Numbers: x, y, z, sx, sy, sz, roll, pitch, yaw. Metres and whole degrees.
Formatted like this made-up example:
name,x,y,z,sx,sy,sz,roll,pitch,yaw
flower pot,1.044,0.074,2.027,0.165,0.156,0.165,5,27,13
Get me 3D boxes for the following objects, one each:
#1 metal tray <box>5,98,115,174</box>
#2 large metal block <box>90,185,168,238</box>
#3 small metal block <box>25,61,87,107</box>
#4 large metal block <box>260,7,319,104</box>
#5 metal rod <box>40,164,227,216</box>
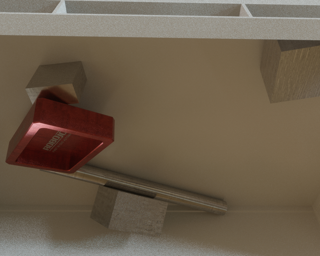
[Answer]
name,x,y,z,sx,sy,sz,roll,pitch,yaw
metal tray,-0.125,0.017,0.381,0.091,0.030,0.129,16,147,-32
large metal block,-0.048,0.123,0.461,0.080,0.050,0.080,21,166,-27
small metal block,-0.114,-0.050,0.348,0.050,0.050,0.025,-5,129,4
large metal block,0.153,-0.074,0.318,0.080,0.050,0.080,-8,148,6
metal rod,-0.031,0.093,0.487,0.302,0.025,0.025,17,128,-15
